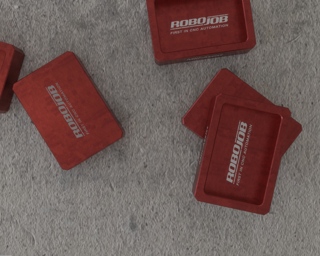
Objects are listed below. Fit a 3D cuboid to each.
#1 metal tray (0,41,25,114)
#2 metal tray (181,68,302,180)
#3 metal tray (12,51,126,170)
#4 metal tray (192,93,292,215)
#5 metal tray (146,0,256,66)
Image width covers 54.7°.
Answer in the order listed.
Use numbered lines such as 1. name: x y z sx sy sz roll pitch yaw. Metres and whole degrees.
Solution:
1. metal tray: -0.257 -0.079 0.405 0.131 0.030 0.090 16 90 0
2. metal tray: 0.105 -0.005 0.408 0.130 0.030 0.090 37 90 0
3. metal tray: -0.117 -0.022 0.406 0.090 0.030 0.130 -32 90 0
4. metal tray: 0.097 0.031 0.377 0.091 0.030 0.129 12 90 0
5. metal tray: 0.052 -0.137 0.407 0.131 0.030 0.089 -8 90 0
